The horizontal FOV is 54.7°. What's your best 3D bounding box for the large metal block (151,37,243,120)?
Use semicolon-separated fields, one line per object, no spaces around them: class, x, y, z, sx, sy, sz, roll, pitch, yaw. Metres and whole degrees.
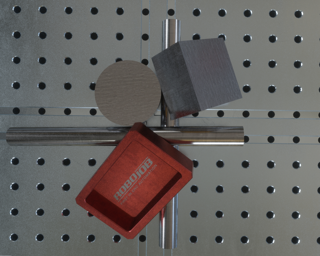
large metal block;0.047;-0.061;0.381;0.081;0.050;0.080;-18;90;-40

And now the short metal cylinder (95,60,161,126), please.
short metal cylinder;-0.039;-0.043;0.400;0.081;0.050;0.079;0;90;0

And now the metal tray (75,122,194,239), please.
metal tray;-0.032;0.068;0.385;0.090;0.030;0.129;38;111;-6

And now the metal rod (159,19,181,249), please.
metal rod;0.013;0.008;0.413;0.025;0.025;0.298;1;90;0

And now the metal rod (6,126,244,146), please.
metal rod;-0.049;0.011;0.396;0.302;0.025;0.025;0;90;7
